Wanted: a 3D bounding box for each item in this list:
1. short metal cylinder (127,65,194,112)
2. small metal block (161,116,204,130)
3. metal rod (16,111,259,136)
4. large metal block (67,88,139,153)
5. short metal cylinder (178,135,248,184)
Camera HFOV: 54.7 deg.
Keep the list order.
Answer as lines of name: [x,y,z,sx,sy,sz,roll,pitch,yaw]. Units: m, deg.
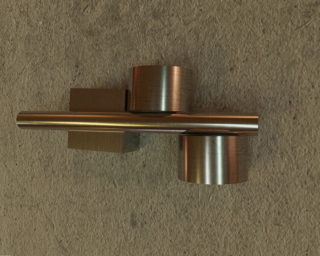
short metal cylinder: [0.001,-0.045,0.381,0.080,0.080,0.050,2,91,19]
small metal block: [0.034,-0.005,0.383,0.050,0.050,0.025,1,91,19]
metal rod: [-0.041,-0.007,0.369,0.301,0.025,0.025,1,91,18]
large metal block: [-0.074,-0.011,0.418,0.080,0.050,0.079,3,91,19]
short metal cylinder: [0.061,0.033,0.359,0.080,0.080,0.050,0,90,19]
